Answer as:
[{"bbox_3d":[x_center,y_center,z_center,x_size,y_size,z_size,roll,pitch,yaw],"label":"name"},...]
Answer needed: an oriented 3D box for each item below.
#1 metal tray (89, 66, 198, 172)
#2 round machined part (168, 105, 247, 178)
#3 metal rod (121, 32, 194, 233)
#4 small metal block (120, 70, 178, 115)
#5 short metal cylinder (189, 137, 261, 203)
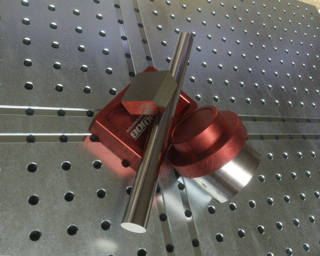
[{"bbox_3d":[-0.017,-0.015,0.406,0.090,0.030,0.131,40,51,-1],"label":"metal tray"},{"bbox_3d":[0.049,0.010,0.370,0.042,0.098,0.098,52,48,-20],"label":"round machined part"},{"bbox_3d":[0.007,-0.020,0.387,0.025,0.025,0.300,25,53,-13],"label":"metal rod"},{"bbox_3d":[-0.013,-0.044,0.385,0.025,0.050,0.050,54,51,-41],"label":"small metal block"},{"bbox_3d":[0.078,0.046,0.387,0.050,0.080,0.080,40,51,-2],"label":"short metal cylinder"}]
